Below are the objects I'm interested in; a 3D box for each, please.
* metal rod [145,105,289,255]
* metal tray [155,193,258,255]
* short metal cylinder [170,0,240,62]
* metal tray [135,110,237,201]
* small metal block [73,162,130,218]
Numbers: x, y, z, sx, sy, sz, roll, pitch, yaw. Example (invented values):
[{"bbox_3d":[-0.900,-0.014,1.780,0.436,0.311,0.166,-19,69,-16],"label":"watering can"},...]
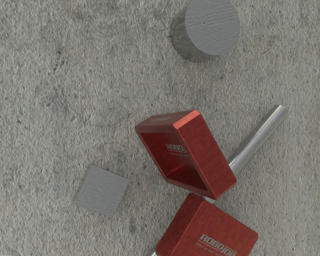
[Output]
[{"bbox_3d":[0.087,0.077,0.442,0.301,0.025,0.025,-46,105,-15],"label":"metal rod"},{"bbox_3d":[0.067,0.154,0.414,0.130,0.030,0.090,37,81,-31],"label":"metal tray"},{"bbox_3d":[0.060,-0.133,0.419,0.081,0.050,0.079,0,90,-20],"label":"short metal cylinder"},{"bbox_3d":[0.023,0.028,0.362,0.030,0.130,0.090,-34,101,-19],"label":"metal tray"},{"bbox_3d":[-0.073,0.076,0.383,0.050,0.025,0.050,26,81,-19],"label":"small metal block"}]
